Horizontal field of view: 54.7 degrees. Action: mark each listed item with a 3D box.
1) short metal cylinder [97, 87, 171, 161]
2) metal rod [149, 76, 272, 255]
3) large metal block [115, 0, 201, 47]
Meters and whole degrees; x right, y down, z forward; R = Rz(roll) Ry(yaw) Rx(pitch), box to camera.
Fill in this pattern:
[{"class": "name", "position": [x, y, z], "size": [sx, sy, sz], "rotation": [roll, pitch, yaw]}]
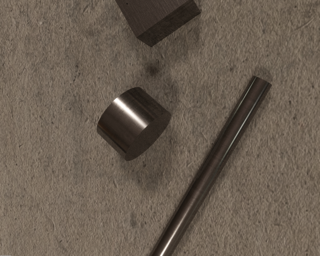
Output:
[{"class": "short metal cylinder", "position": [-0.032, -0.005, 0.390], "size": [0.050, 0.080, 0.080], "rotation": [42, 103, 15]}, {"class": "metal rod", "position": [0.051, 0.074, 0.390], "size": [0.025, 0.025, 0.299], "rotation": [31, 100, 17]}, {"class": "large metal block", "position": [-0.006, -0.165, 0.397], "size": [0.080, 0.050, 0.080], "rotation": [-31, 80, 17]}]
